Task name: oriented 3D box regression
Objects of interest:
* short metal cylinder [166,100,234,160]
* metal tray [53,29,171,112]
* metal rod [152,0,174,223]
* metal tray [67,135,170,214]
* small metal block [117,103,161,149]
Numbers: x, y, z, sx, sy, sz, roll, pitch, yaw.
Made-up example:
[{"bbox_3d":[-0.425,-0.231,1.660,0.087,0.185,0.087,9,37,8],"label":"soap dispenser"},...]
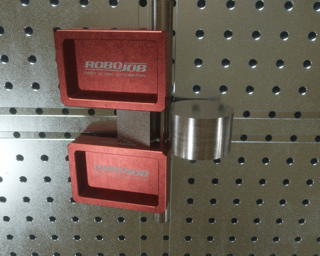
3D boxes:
[{"bbox_3d":[0.048,0.000,0.381,0.081,0.080,0.050,0,110,0],"label":"short metal cylinder"},{"bbox_3d":[-0.054,-0.069,0.366,0.131,0.030,0.089,4,111,11],"label":"metal tray"},{"bbox_3d":[0.002,-0.007,0.406,0.025,0.025,0.298,0,110,0],"label":"metal rod"},{"bbox_3d":[-0.053,0.061,0.414,0.131,0.030,0.089,5,111,11],"label":"metal tray"},{"bbox_3d":[-0.027,-0.006,0.396,0.050,0.025,0.050,13,113,29],"label":"small metal block"}]
